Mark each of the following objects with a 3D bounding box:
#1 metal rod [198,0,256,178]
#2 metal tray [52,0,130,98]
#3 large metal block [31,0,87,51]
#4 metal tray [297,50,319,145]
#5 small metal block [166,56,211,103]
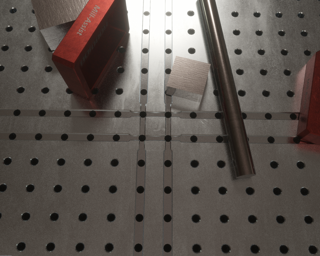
[{"bbox_3d":[0.090,-0.078,0.441,0.025,0.025,0.299,-7,70,-3],"label":"metal rod"},{"bbox_3d":[-0.087,-0.116,0.418,0.030,0.090,0.130,23,72,8],"label":"metal tray"},{"bbox_3d":[-0.139,-0.172,0.460,0.081,0.050,0.080,-19,71,-7],"label":"large metal block"},{"bbox_3d":[0.247,-0.037,0.426,0.090,0.030,0.130,15,70,5],"label":"metal tray"},{"bbox_3d":[0.040,-0.069,0.437,0.050,0.025,0.050,15,71,5],"label":"small metal block"}]
